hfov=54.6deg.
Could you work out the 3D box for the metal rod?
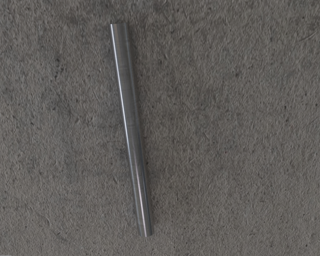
[{"bbox_3d":[-0.035,0.016,0.415,0.025,0.025,0.298,-5,110,2],"label":"metal rod"}]
